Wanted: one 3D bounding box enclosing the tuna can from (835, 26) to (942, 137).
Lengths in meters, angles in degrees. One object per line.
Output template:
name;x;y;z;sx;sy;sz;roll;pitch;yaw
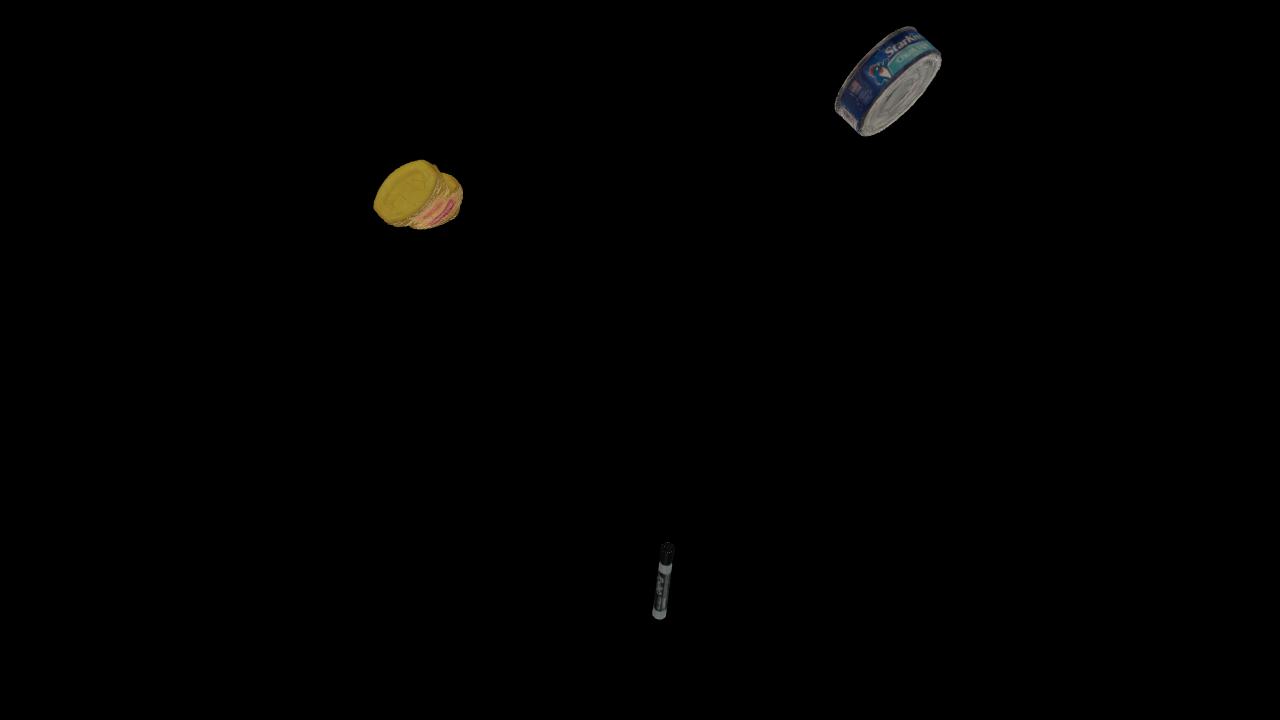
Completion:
tuna can;0.208;-0.231;0.516;0.084;0.034;0.084;-33;-17;-11

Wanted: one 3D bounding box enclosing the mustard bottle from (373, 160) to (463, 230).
mustard bottle;-0.283;-0.215;0.827;0.054;0.092;0.184;42;6;-5

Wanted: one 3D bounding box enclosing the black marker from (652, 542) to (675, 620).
black marker;0.030;0.286;0.798;0.020;0.121;0.020;4;25;-2
